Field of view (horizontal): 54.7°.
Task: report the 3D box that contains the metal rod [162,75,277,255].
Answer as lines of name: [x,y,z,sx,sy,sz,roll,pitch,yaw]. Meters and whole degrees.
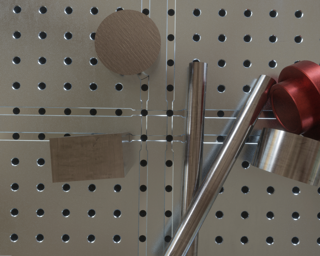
metal rod: [0.070,0.064,0.394,0.025,0.025,0.299,30,82,0]

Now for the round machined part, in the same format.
round machined part: [0.170,-0.029,0.377,0.042,0.098,0.098,-22,90,-3]

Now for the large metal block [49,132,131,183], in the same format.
large metal block: [-0.081,0.033,0.385,0.080,0.080,0.050,-4,90,0]

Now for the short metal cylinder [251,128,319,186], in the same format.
short metal cylinder: [0.161,0.035,0.387,0.080,0.080,0.050,17,90,0]

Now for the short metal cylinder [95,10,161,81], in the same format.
short metal cylinder: [-0.039,-0.104,0.400,0.081,0.050,0.080,0,90,0]

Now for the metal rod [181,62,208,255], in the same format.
metal rod: [0.043,0.063,0.413,0.025,0.025,0.298,3,90,0]
